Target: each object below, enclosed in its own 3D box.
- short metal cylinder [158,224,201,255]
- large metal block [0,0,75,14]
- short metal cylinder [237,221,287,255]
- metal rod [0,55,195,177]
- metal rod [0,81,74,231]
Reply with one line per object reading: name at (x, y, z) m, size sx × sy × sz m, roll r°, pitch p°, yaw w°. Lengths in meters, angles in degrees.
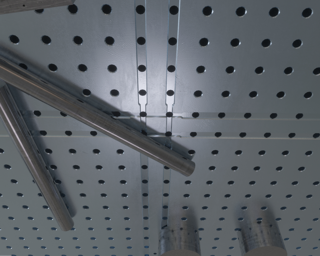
short metal cylinder at (0.037, 0.228, 0.590) m, size 0.081 × 0.050 × 0.079 m, roll 0°, pitch 130°, yaw 0°
large metal block at (-0.121, -0.150, 0.267) m, size 0.080 × 0.050 × 0.080 m, roll -6°, pitch 130°, yaw 5°
short metal cylinder at (0.192, 0.220, 0.585) m, size 0.081 × 0.050 × 0.079 m, roll 0°, pitch 130°, yaw 0°
metal rod at (-0.075, -0.007, 0.404) m, size 0.301 × 0.025 × 0.025 m, roll 30°, pitch 124°, yaw -23°
metal rod at (-0.182, 0.062, 0.462) m, size 0.025 × 0.025 × 0.298 m, roll -4°, pitch 130°, yaw 3°
